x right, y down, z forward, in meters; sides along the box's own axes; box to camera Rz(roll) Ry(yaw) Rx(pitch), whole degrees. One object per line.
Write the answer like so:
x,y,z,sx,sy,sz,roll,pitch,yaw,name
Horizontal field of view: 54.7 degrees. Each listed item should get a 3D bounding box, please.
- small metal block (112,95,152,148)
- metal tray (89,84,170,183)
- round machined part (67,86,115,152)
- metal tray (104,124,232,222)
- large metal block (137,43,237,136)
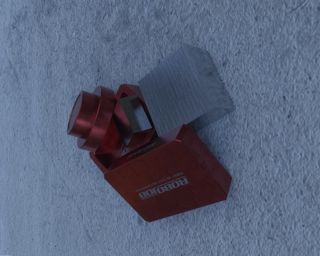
-0.038,-0.008,0.408,0.050,0.025,0.050,65,153,17,small metal block
-0.044,0.015,0.438,0.090,0.030,0.129,42,115,31,metal tray
-0.105,-0.017,0.455,0.097,0.042,0.098,-45,34,45,round machined part
0.006,0.059,0.368,0.130,0.030,0.090,-29,109,37,metal tray
0.030,-0.039,0.366,0.080,0.050,0.080,-33,70,35,large metal block
